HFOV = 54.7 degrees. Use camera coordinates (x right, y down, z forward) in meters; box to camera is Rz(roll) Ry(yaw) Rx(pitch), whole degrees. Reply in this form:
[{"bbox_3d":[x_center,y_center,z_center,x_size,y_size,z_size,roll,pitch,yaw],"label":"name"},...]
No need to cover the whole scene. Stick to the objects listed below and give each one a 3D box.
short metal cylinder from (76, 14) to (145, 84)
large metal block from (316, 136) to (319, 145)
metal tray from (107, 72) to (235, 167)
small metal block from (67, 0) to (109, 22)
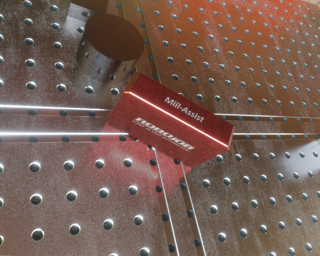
[{"bbox_3d":[-0.068,-0.107,0.421,0.081,0.050,0.080,14,56,-21],"label":"short metal cylinder"},{"bbox_3d":[0.343,0.007,0.553,0.081,0.080,0.050,-31,79,-38],"label":"large metal block"},{"bbox_3d":[0.010,-0.004,0.371,0.131,0.090,0.030,28,61,-10],"label":"metal tray"},{"bbox_3d":[-0.106,-0.184,0.463,0.050,0.025,0.050,15,56,-20],"label":"small metal block"}]
